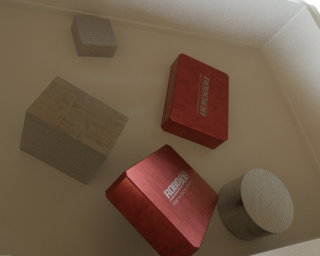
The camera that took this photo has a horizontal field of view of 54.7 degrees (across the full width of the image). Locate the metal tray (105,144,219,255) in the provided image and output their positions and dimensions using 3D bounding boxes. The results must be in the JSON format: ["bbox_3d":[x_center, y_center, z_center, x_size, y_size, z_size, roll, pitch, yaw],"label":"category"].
[{"bbox_3d":[0.011,0.070,0.323,0.090,0.030,0.130,45,19,7],"label":"metal tray"}]

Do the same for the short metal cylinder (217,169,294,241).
[{"bbox_3d":[0.121,0.099,0.397,0.081,0.050,0.080,14,56,-21],"label":"short metal cylinder"}]

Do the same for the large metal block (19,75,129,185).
[{"bbox_3d":[-0.090,0.006,0.319,0.080,0.080,0.050,31,52,-9],"label":"large metal block"}]

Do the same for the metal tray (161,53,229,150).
[{"bbox_3d":[0.056,-0.042,0.460,0.091,0.030,0.130,21,54,-16],"label":"metal tray"}]

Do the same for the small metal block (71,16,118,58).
[{"bbox_3d":[-0.093,-0.127,0.435,0.050,0.025,0.050,-6,65,-31],"label":"small metal block"}]
